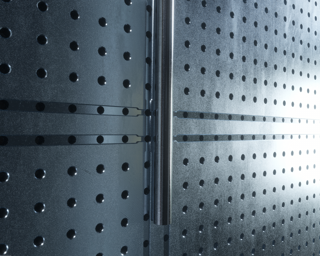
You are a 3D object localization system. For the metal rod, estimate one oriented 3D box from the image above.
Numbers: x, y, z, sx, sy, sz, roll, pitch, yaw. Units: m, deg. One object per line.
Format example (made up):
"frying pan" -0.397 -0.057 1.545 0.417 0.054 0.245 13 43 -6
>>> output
"metal rod" 0.005 -0.024 0.412 0.025 0.025 0.298 1 90 -40
